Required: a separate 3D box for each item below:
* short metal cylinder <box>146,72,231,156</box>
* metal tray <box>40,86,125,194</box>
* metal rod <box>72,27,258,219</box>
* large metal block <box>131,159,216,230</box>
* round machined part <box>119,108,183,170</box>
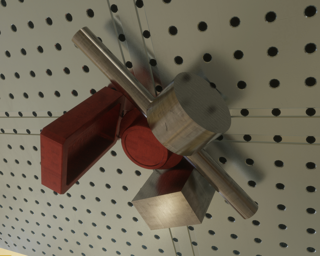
[{"bbox_3d":[0.032,-0.015,0.347,0.080,0.080,0.050,45,129,-3],"label":"short metal cylinder"},{"bbox_3d":[-0.096,0.012,0.400,0.030,0.131,0.089,25,127,13],"label":"metal tray"},{"bbox_3d":[0.009,-0.003,0.376,0.300,0.025,0.025,46,129,-5],"label":"metal rod"},{"bbox_3d":[0.023,0.086,0.415,0.080,0.080,0.050,-21,108,35],"label":"large metal block"},{"bbox_3d":[-0.012,0.017,0.415,0.098,0.042,0.097,13,124,20],"label":"round machined part"}]
